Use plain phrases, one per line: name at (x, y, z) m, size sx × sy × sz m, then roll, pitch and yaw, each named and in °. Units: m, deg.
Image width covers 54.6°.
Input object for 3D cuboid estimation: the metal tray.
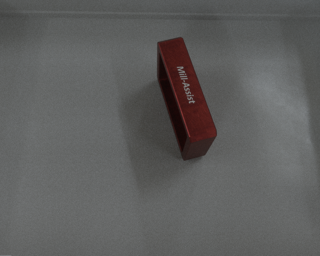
metal tray at (0.028, -0.033, 0.385) m, size 0.030 × 0.090 × 0.130 m, roll -15°, pitch 71°, yaw -6°
